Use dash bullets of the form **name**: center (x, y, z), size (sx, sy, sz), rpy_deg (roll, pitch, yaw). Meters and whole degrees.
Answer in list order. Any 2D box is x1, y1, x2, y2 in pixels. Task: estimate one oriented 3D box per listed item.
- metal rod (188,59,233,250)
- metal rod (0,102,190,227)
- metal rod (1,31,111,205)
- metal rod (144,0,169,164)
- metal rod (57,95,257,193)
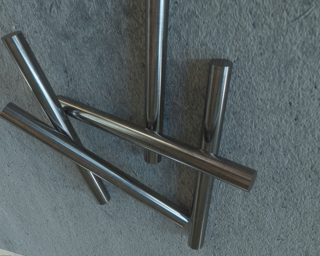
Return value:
- **metal rod**: center (0.061, 0.056, 0.409), size (0.025, 0.025, 0.298), rpy_deg (15, 125, 20)
- **metal rod**: center (-0.083, 0.058, 0.443), size (0.301, 0.025, 0.025), rpy_deg (34, 130, -12)
- **metal rod**: center (-0.137, 0.006, 0.451), size (0.025, 0.025, 0.299), rpy_deg (2, 129, 27)
- **metal rod**: center (-0.005, -0.082, 0.358), size (0.025, 0.025, 0.298), rpy_deg (15, 125, 19)
- **metal rod**: center (-0.027, 0.009, 0.394), size (0.300, 0.025, 0.025), rpy_deg (21, 127, 28)
